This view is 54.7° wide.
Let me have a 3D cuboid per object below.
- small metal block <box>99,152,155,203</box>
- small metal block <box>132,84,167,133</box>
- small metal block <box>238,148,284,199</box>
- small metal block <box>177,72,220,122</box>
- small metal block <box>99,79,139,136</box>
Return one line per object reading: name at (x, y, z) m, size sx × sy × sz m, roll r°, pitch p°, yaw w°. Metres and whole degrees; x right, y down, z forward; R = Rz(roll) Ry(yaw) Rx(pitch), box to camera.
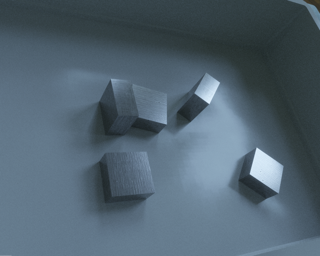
small metal block at (-0.038, 0.055, 0.353) m, size 0.050 × 0.025 × 0.050 m, roll 1°, pitch 61°, yaw -28°
small metal block at (-0.019, -0.026, 0.412) m, size 0.050 × 0.025 × 0.050 m, roll 14°, pitch 56°, yaw -21°
small metal block at (0.147, 0.065, 0.447) m, size 0.050 × 0.025 × 0.050 m, roll 34°, pitch 51°, yaw -6°
small metal block at (0.056, -0.044, 0.448) m, size 0.025 × 0.050 × 0.050 m, roll 36°, pitch 51°, yaw -5°
small metal block at (-0.051, -0.024, 0.378) m, size 0.025 × 0.050 × 0.050 m, roll 0°, pitch 62°, yaw -29°
